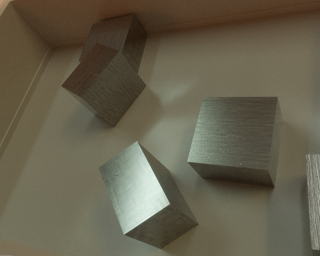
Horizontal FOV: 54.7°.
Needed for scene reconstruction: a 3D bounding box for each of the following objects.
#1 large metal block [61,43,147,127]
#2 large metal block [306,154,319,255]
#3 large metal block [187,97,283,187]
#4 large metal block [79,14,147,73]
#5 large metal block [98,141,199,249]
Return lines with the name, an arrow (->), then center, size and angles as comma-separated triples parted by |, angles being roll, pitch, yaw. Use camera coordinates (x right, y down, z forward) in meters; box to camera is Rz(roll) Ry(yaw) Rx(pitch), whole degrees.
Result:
large metal block -> -0.078, -0.061, 0.447 | 0.050, 0.080, 0.080 | 28, 77, 37
large metal block -> 0.170, 0.068, 0.259 | 0.080, 0.050, 0.080 | -4, 60, 26
large metal block -> 0.084, 0.013, 0.337 | 0.080, 0.050, 0.080 | 3, 63, 29
large metal block -> -0.075, -0.131, 0.507 | 0.080, 0.050, 0.080 | -3, 60, 26
large metal block -> -0.011, 0.073, 0.330 | 0.050, 0.080, 0.080 | -35, 52, 5
